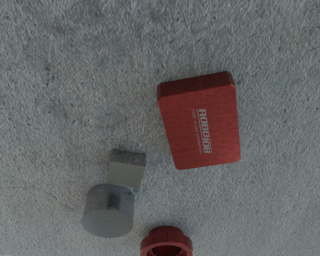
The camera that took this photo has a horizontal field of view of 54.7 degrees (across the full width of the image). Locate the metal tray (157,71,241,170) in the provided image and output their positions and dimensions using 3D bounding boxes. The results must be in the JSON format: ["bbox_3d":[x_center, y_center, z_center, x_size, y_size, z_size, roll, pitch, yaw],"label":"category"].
[{"bbox_3d":[0.054,-0.004,0.402,0.090,0.030,0.129,-10,130,7],"label":"metal tray"}]

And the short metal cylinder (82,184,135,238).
[{"bbox_3d":[-0.083,0.136,0.505,0.081,0.050,0.079,0,130,0],"label":"short metal cylinder"}]

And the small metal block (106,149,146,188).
[{"bbox_3d":[-0.050,0.061,0.458,0.050,0.025,0.050,10,130,-9],"label":"small metal block"}]

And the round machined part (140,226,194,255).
[{"bbox_3d":[0.012,0.221,0.585,0.099,0.042,0.097,-1,130,0],"label":"round machined part"}]
